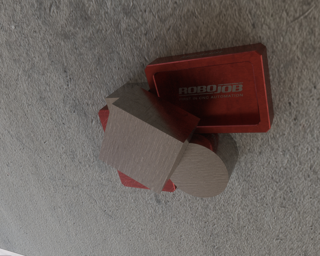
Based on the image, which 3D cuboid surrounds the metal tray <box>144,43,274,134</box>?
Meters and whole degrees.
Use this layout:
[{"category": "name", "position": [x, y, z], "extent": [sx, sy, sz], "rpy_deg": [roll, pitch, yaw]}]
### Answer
[{"category": "metal tray", "position": [0.055, -0.040, 0.351], "extent": [0.130, 0.030, 0.089], "rpy_deg": [-2, 118, 29]}]

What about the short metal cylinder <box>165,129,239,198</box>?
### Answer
[{"category": "short metal cylinder", "position": [0.053, 0.040, 0.389], "extent": [0.080, 0.050, 0.079], "rpy_deg": [14, 124, 21]}]

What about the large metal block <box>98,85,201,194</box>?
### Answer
[{"category": "large metal block", "position": [-0.014, 0.013, 0.341], "extent": [0.080, 0.050, 0.079], "rpy_deg": [29, 128, 10]}]

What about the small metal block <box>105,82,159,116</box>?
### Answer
[{"category": "small metal block", "position": [-0.031, -0.037, 0.386], "extent": [0.050, 0.050, 0.025], "rpy_deg": [1, 119, 28]}]

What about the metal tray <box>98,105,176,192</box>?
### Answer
[{"category": "metal tray", "position": [-0.025, 0.026, 0.436], "extent": [0.090, 0.030, 0.129], "rpy_deg": [1, 119, 28]}]
